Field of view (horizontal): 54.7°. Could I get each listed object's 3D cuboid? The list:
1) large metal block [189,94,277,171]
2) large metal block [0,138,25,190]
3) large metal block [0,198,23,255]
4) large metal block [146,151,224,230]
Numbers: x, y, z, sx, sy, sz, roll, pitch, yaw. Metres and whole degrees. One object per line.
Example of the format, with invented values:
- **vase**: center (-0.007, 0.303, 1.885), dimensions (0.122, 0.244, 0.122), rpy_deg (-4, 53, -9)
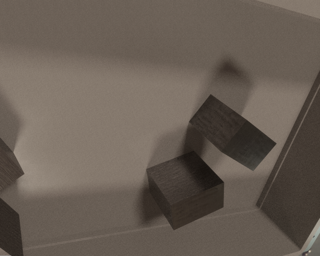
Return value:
- **large metal block**: center (0.101, 0.006, 0.434), dimensions (0.080, 0.080, 0.050), rpy_deg (30, 102, -38)
- **large metal block**: center (-0.195, 0.031, 0.297), dimensions (0.080, 0.050, 0.080), rpy_deg (-37, 130, -18)
- **large metal block**: center (-0.197, 0.114, 0.336), dimensions (0.050, 0.080, 0.080), rpy_deg (-31, 129, -9)
- **large metal block**: center (0.036, 0.087, 0.448), dimensions (0.081, 0.080, 0.050), rpy_deg (-19, 126, -18)
